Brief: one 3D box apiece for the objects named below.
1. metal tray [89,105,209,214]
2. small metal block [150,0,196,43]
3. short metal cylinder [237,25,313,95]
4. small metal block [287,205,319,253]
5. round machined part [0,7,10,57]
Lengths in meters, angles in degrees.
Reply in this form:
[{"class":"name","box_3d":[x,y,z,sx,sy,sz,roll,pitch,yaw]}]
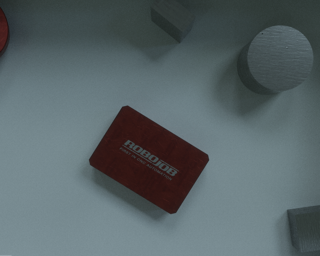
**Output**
[{"class":"metal tray","box_3d":[-0.014,0.041,0.409,0.130,0.030,0.090,32,90,-1]},{"class":"small metal block","box_3d":[0.016,-0.141,0.399,0.050,0.050,0.025,39,90,-1]},{"class":"short metal cylinder","box_3d":[0.146,-0.085,0.401,0.081,0.050,0.079,0,90,-1]},{"class":"small metal block","box_3d":[0.204,0.134,0.414,0.050,0.025,0.050,-8,90,-1]},{"class":"round machined part","box_3d":[-0.243,-0.123,0.389,0.099,0.042,0.097,-1,92,-22]}]
